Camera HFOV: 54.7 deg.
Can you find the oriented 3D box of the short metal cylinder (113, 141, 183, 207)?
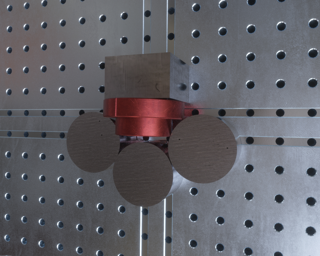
[{"bbox_3d":[-0.014,0.057,0.404,0.080,0.050,0.079,0,90,20],"label":"short metal cylinder"}]

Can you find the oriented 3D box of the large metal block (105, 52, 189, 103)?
[{"bbox_3d":[-0.013,-0.058,0.387,0.080,0.080,0.050,1,91,20],"label":"large metal block"}]

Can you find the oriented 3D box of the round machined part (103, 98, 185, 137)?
[{"bbox_3d":[-0.020,-0.011,0.379,0.098,0.098,0.042,2,90,20],"label":"round machined part"}]

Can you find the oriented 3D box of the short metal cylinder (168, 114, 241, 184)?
[{"bbox_3d":[0.056,0.024,0.380,0.080,0.050,0.079,0,90,20],"label":"short metal cylinder"}]

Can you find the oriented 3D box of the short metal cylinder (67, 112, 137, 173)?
[{"bbox_3d":[-0.080,0.018,0.428,0.080,0.050,0.079,0,90,20],"label":"short metal cylinder"}]
